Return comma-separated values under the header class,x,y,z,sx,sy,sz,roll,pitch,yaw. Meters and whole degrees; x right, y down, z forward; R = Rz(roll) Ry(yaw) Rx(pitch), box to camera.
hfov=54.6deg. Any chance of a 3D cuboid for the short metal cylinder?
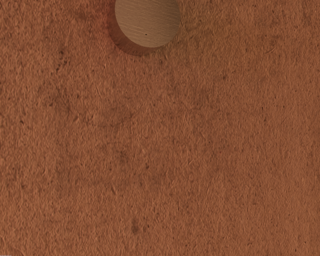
class,x,y,z,sx,sy,sz,roll,pitch,yaw
short metal cylinder,-0.022,-0.135,0.387,0.081,0.050,0.080,0,90,-20
